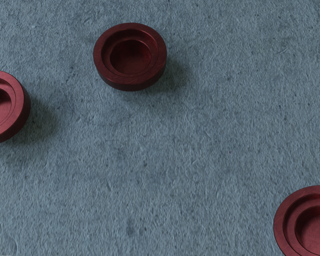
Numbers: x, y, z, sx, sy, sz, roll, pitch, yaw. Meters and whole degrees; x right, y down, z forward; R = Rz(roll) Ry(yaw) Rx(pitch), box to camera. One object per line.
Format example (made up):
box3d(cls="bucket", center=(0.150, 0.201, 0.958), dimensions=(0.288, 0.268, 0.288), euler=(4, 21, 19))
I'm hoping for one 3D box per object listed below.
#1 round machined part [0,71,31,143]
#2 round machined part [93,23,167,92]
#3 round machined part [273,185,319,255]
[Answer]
box3d(cls="round machined part", center=(-0.219, -0.023, 0.406), dimensions=(0.099, 0.042, 0.098), euler=(0, 70, 0))
box3d(cls="round machined part", center=(-0.040, -0.094, 0.433), dimensions=(0.099, 0.042, 0.098), euler=(0, 70, 0))
box3d(cls="round machined part", center=(0.181, 0.116, 0.340), dimensions=(0.098, 0.042, 0.098), euler=(-24, 39, 22))
